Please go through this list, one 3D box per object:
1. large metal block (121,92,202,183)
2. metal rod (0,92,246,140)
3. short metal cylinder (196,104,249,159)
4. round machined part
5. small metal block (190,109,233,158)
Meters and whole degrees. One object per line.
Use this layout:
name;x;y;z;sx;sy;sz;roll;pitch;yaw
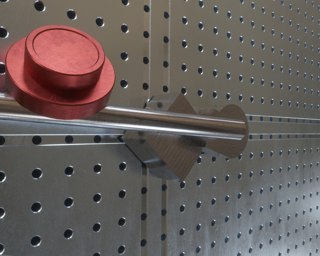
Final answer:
large metal block;0.011;0.011;0.401;0.080;0.050;0.080;52;60;-28
metal rod;-0.041;-0.011;0.319;0.302;0.025;0.025;5;87;-23
short metal cylinder;0.090;0.005;0.471;0.081;0.050;0.079;0;90;-40
round machined part;-0.089;-0.058;0.289;0.099;0.042;0.098;14;48;-15
small metal block;0.071;0.007;0.403;0.050;0.025;0.050;24;75;-38
